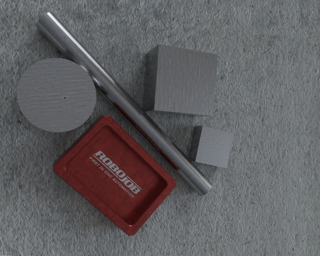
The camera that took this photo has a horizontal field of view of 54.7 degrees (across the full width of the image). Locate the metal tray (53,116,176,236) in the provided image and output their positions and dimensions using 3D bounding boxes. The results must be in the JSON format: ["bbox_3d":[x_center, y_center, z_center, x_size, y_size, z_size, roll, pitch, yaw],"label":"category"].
[{"bbox_3d":[-0.054,0.059,0.388,0.130,0.030,0.090,46,76,-15],"label":"metal tray"}]

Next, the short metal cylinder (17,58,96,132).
[{"bbox_3d":[-0.117,-0.035,0.354,0.081,0.050,0.079,0,90,-21],"label":"short metal cylinder"}]

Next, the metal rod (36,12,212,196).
[{"bbox_3d":[-0.036,-0.020,0.397,0.025,0.025,0.300,-47,105,-14],"label":"metal rod"}]

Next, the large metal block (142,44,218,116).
[{"bbox_3d":[0.025,-0.058,0.407,0.081,0.050,0.080,5,89,-20],"label":"large metal block"}]

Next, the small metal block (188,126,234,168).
[{"bbox_3d":[0.071,0.027,0.439,0.050,0.025,0.050,14,85,-20],"label":"small metal block"}]
